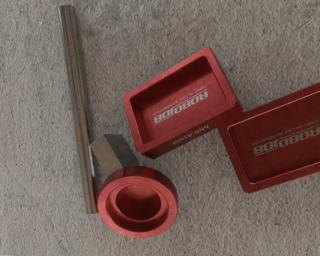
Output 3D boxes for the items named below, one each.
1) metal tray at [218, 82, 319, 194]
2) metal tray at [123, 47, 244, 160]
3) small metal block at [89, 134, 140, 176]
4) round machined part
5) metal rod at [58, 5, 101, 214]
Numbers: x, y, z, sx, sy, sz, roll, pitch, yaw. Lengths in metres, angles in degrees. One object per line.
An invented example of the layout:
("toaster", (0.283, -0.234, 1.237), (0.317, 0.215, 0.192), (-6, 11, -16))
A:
("metal tray", (0.144, 0.012, 0.355), (0.130, 0.030, 0.090), (-23, 83, 18))
("metal tray", (0.023, -0.029, 0.380), (0.130, 0.030, 0.090), (-28, 59, 17))
("small metal block", (-0.060, 0.036, 0.415), (0.025, 0.050, 0.050), (-36, 77, 16))
("round machined part", (-0.026, 0.088, 0.394), (0.099, 0.042, 0.097), (1, 116, 3))
("metal rod", (-0.115, -0.028, 0.447), (0.025, 0.025, 0.298), (-10, 87, 19))
